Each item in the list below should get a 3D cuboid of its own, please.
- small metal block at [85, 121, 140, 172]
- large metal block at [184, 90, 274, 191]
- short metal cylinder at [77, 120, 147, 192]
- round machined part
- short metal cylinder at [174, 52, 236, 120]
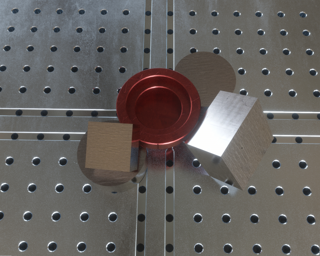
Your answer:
[{"bbox_3d":[-0.051,0.019,0.338,0.050,0.025,0.050,4,89,14],"label":"small metal block"},{"bbox_3d":[0.086,0.015,0.371,0.050,0.080,0.080,20,67,43],"label":"large metal block"},{"bbox_3d":[-0.056,0.036,0.384,0.081,0.050,0.080,0,70,0],"label":"short metal cylinder"},{"bbox_3d":[-0.002,-0.020,0.379,0.099,0.042,0.098,0,70,0],"label":"round machined part"},{"bbox_3d":[0.057,-0.055,0.419,0.081,0.050,0.080,0,70,0],"label":"short metal cylinder"}]
